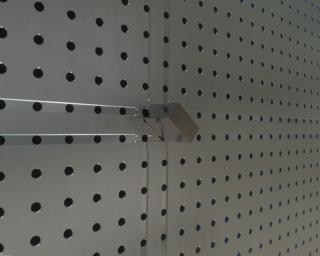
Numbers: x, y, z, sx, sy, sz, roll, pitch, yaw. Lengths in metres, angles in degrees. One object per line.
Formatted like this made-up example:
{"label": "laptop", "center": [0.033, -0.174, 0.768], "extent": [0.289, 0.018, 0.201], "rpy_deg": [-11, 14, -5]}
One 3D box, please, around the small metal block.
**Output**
{"label": "small metal block", "center": [0.015, -0.006, 0.407], "extent": [0.050, 0.050, 0.025], "rpy_deg": [48, 62, -30]}
